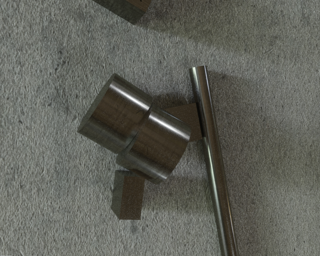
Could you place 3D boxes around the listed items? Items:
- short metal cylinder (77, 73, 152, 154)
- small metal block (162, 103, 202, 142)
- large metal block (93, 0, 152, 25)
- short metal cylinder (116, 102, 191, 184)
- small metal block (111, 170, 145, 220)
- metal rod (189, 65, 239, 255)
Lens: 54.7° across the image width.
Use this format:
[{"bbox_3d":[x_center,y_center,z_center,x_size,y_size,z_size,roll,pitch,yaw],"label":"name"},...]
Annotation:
[{"bbox_3d":[-0.053,-0.017,0.360,0.050,0.080,0.080,33,79,-17],"label":"short metal cylinder"},{"bbox_3d":[0.025,-0.005,0.419,0.050,0.025,0.050,-13,95,-20],"label":"small metal block"},{"bbox_3d":[-0.043,-0.188,0.380,0.080,0.050,0.080,26,81,-18],"label":"large metal block"},{"bbox_3d":[-0.008,0.017,0.356,0.050,0.080,0.080,31,80,-12],"label":"short metal cylinder"},{"bbox_3d":[-0.040,0.081,0.381,0.025,0.050,0.050,7,88,-20],"label":"small metal block"},{"bbox_3d":[0.079,0.063,0.438,0.025,0.025,0.298,-12,94,-20],"label":"metal rod"}]
